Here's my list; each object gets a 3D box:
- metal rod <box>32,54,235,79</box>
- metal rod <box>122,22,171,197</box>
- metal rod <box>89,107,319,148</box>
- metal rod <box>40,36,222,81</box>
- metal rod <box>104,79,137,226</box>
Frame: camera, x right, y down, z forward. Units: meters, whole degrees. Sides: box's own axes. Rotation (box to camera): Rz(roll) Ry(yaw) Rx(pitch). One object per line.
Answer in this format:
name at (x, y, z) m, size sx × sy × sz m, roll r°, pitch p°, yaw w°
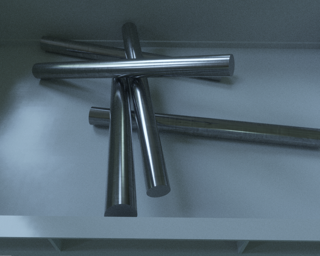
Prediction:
metal rod at (-0.054, -0.079, 0.412) m, size 0.300 × 0.025 × 0.025 m, roll 4°, pitch 48°, yaw 27°
metal rod at (-0.026, -0.048, 0.411) m, size 0.025 × 0.025 × 0.300 m, roll -7°, pitch 50°, yaw -6°
metal rod at (0.057, -0.001, 0.406) m, size 0.302 × 0.025 × 0.025 m, roll 6°, pitch 50°, yaw 4°
metal rod at (-0.050, -0.114, 0.500) m, size 0.301 × 0.025 × 0.025 m, roll 11°, pitch 51°, yaw 9°
metal rod at (-0.046, -0.014, 0.361) m, size 0.025 × 0.025 × 0.300 m, roll -5°, pitch 33°, yaw -4°
